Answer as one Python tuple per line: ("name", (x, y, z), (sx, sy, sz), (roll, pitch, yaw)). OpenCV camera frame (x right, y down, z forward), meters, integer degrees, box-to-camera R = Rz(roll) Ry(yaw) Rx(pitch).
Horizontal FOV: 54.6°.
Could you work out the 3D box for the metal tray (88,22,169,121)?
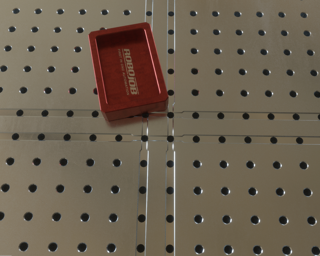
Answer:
("metal tray", (-0.046, -0.082, 0.438), (0.091, 0.030, 0.130), (-12, 70, -4))
